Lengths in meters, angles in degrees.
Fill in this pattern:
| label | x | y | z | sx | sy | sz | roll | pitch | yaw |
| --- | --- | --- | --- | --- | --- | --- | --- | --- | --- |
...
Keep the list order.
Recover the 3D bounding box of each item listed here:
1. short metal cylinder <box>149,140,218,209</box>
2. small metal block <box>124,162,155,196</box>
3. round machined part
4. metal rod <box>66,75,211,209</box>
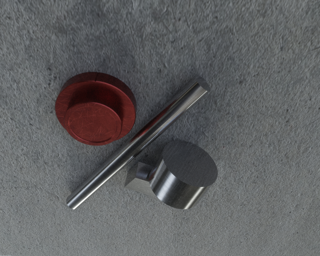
| label | x | y | z | sx | sy | sz | roll | pitch | yaw |
| --- | --- | --- | --- | --- | --- | --- | --- | --- | --- |
| short metal cylinder | 0.031 | 0.063 | 0.425 | 0.081 | 0.080 | 0.050 | 17 | 128 | -14 |
| small metal block | -0.020 | 0.078 | 0.463 | 0.050 | 0.025 | 0.050 | 20 | 147 | -16 |
| round machined part | -0.079 | -0.016 | 0.381 | 0.099 | 0.042 | 0.097 | 0 | 130 | 0 |
| metal rod | -0.046 | 0.035 | 0.436 | 0.025 | 0.025 | 0.299 | 33 | 123 | -25 |
